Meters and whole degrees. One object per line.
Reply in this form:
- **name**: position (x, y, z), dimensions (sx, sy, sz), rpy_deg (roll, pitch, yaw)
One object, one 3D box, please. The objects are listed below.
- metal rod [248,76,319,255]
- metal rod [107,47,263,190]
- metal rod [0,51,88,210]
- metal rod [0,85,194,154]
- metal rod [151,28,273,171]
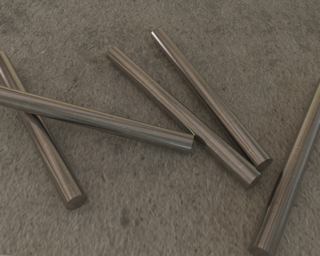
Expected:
- **metal rod**: position (0.176, 0.025, 0.384), dimensions (0.025, 0.025, 0.301), rpy_deg (25, 54, 19)
- **metal rod**: position (0.016, -0.030, 0.428), dimensions (0.025, 0.025, 0.300), rpy_deg (-31, 57, -24)
- **metal rod**: position (-0.173, -0.016, 0.413), dimensions (0.025, 0.025, 0.300), rpy_deg (-27, 55, -21)
- **metal rod**: position (-0.107, -0.017, 0.392), dimensions (0.302, 0.025, 0.025), rpy_deg (14, 51, 2)
- **metal rod**: position (0.059, -0.060, 0.453), dimensions (0.025, 0.025, 0.300), rpy_deg (-20, 53, -16)
